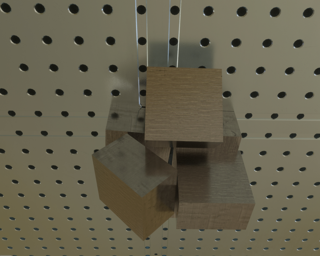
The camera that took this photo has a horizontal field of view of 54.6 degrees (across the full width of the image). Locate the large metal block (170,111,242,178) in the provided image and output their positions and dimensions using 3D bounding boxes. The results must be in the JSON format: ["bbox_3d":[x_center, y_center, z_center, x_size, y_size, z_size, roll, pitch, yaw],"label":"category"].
[{"bbox_3d":[0.056,0.023,0.415,0.080,0.050,0.080,2,130,-2],"label":"large metal block"}]

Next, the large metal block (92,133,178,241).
[{"bbox_3d":[-0.029,0.066,0.355,0.080,0.050,0.080,33,140,32],"label":"large metal block"}]

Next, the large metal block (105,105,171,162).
[{"bbox_3d":[-0.029,0.020,0.412,0.080,0.050,0.080,5,130,-5],"label":"large metal block"}]

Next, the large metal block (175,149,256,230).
[{"bbox_3d":[0.059,0.072,0.371,0.080,0.080,0.050,1,130,-1],"label":"large metal block"}]

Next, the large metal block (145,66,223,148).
[{"bbox_3d":[0.025,-0.021,0.348,0.080,0.080,0.050,2,168,-2],"label":"large metal block"}]

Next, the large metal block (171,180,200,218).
[{"bbox_3d":[0.016,0.097,0.451,0.080,0.050,0.080,2,175,-1],"label":"large metal block"}]
